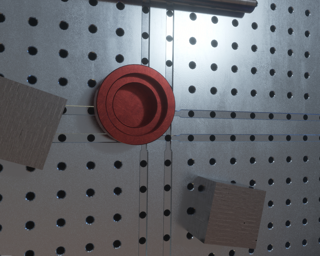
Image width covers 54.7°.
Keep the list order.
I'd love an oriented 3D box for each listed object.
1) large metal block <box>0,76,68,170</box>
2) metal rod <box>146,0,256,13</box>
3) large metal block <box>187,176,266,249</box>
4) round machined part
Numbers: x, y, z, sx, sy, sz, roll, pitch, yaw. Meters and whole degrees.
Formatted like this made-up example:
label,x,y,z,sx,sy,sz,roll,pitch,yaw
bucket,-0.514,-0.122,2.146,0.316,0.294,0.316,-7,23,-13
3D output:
label,x,y,z,sx,sy,sz,roll,pitch,yaw
large metal block,-0.157,-0.006,0.342,0.080,0.050,0.080,20,84,-19
metal rod,-0.006,-0.181,0.409,0.303,0.025,0.025,-1,91,-20
large metal block,0.093,0.117,0.434,0.081,0.050,0.080,14,86,-20
round machined part,-0.034,-0.028,0.391,0.099,0.042,0.097,0,90,-20
